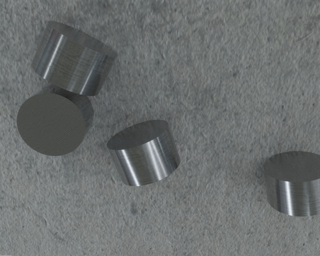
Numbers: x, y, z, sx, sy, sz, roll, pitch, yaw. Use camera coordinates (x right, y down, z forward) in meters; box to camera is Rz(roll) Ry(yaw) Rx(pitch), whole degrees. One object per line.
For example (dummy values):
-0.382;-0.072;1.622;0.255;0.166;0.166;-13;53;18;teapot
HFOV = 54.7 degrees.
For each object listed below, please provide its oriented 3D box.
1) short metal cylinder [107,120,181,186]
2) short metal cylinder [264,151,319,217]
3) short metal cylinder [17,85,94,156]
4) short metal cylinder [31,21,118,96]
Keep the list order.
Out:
-0.020;0.029;0.391;0.080;0.080;0.050;-17;109;6;short metal cylinder
0.182;0.071;0.409;0.080;0.080;0.050;-11;110;4;short metal cylinder
-0.129;-0.011;0.390;0.081;0.050;0.079;0;110;-1;short metal cylinder
-0.096;-0.078;0.350;0.080;0.080;0.050;27;108;-10;short metal cylinder
